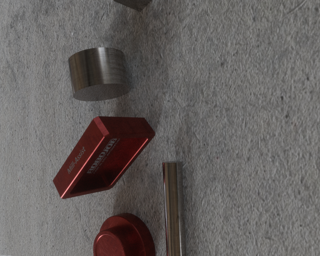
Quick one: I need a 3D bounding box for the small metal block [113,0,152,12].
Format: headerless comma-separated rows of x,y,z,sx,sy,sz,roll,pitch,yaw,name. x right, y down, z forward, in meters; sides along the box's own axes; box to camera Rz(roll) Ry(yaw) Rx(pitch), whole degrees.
-0.045,-0.194,0.423,0.025,0.050,0.050,-34,69,35,small metal block

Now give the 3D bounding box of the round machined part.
-0.057,0.174,0.439,0.098,0.042,0.097,0,90,39,round machined part

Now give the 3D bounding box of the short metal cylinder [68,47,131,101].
-0.085,-0.073,0.437,0.080,0.081,0.050,-17,79,38,short metal cylinder

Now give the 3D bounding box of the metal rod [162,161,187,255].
0.022,0.192,0.384,0.025,0.025,0.298,-5,87,39,metal rod

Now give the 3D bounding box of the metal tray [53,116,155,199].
-0.076,0.040,0.423,0.129,0.091,0.030,-51,60,27,metal tray
